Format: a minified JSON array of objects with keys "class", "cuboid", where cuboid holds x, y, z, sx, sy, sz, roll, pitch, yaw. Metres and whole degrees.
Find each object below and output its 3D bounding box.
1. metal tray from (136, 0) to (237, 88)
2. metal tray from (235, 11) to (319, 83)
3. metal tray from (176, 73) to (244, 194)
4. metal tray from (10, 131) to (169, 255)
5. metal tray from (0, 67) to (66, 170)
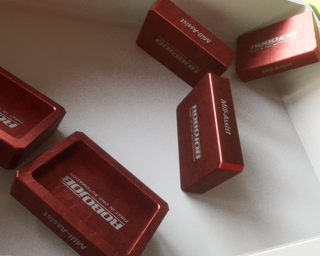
[{"class":"metal tray","cuboid":[0.034,-0.116,0.451,0.130,0.090,0.030,37,66,-4]},{"class":"metal tray","cuboid":[0.197,-0.136,0.528,0.030,0.130,0.090,41,48,-41]},{"class":"metal tray","cuboid":[0.057,0.007,0.391,0.030,0.090,0.130,13,56,-22]},{"class":"metal tray","cuboid":[-0.064,0.070,0.305,0.130,0.030,0.090,39,36,4]},{"class":"metal tray","cuboid":[-0.172,-0.025,0.304,0.130,0.030,0.090,34,28,-7]}]
